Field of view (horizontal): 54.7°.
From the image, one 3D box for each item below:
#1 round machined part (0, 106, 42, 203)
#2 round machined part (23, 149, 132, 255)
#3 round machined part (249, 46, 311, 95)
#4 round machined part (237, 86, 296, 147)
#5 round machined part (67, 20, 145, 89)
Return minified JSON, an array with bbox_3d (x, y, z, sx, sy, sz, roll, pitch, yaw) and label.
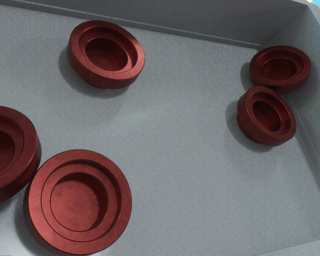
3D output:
[{"bbox_3d":[-0.158,0.029,0.279,0.099,0.042,0.098,4,51,-4],"label":"round machined part"},{"bbox_3d":[-0.081,0.073,0.302,0.099,0.042,0.098,16,58,-27],"label":"round machined part"},{"bbox_3d":[0.209,-0.097,0.545,0.098,0.042,0.098,-8,53,11],"label":"round machined part"},{"bbox_3d":[0.162,-0.014,0.491,0.099,0.042,0.098,14,56,-21],"label":"round machined part"},{"bbox_3d":[-0.073,-0.091,0.411,0.099,0.042,0.098,14,56,-21],"label":"round machined part"}]
